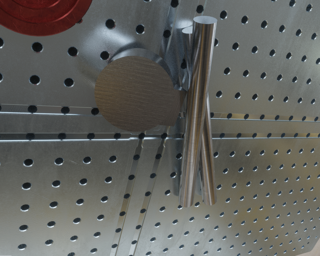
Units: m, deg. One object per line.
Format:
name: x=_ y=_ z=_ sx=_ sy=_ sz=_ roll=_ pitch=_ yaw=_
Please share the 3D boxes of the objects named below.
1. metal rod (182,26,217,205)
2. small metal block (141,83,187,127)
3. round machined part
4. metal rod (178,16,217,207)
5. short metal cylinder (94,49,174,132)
metal rod: x=0.062 y=0.005 z=0.447 sx=0.025 sy=0.025 sz=0.298 roll=-22 pitch=127 yaw=-15
small metal block: x=0.000 y=-0.032 z=0.391 sx=0.050 sy=0.025 sz=0.050 roll=6 pitch=116 yaw=-31
round machined part: x=-0.108 y=-0.131 z=0.260 sx=0.099 sy=0.042 sz=0.097 roll=-14 pitch=124 yaw=-21
metal rod: x=0.045 y=0.004 z=0.417 sx=0.025 sy=0.025 sz=0.298 roll=-15 pitch=131 yaw=-20
short metal cylinder: x=-0.026 y=-0.042 z=0.335 sx=0.081 sy=0.050 sz=0.079 roll=0 pitch=113 yaw=0
